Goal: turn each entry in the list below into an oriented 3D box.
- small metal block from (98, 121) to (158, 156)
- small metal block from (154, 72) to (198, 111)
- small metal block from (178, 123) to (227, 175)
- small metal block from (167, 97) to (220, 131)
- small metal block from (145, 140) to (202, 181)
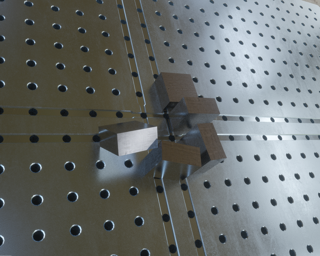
[{"bbox_3d":[-0.038,0.010,0.362,0.050,0.050,0.025,-10,105,-32],"label":"small metal block"},{"bbox_3d":[0.024,-0.052,0.453,0.050,0.025,0.050,-1,62,-29],"label":"small metal block"},{"bbox_3d":[0.054,0.027,0.404,0.025,0.050,0.050,-5,64,-30],"label":"small metal block"},{"bbox_3d":[0.045,-0.018,0.427,0.050,0.050,0.025,0,62,-28],"label":"small metal block"},{"bbox_3d":[0.015,0.041,0.375,0.050,0.050,0.025,12,57,-22],"label":"small metal block"}]
